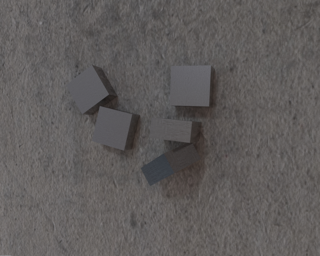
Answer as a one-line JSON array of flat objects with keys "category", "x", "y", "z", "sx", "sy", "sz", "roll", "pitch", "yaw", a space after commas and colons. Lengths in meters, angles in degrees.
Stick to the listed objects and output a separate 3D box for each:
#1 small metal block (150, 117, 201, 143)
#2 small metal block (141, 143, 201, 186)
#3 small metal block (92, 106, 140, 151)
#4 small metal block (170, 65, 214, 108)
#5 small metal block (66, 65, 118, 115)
[{"category": "small metal block", "x": 0.021, "y": 0.002, "z": 0.388, "sx": 0.050, "sy": 0.050, "sz": 0.025, "roll": 6, "pitch": 92, "yaw": 19}, {"category": "small metal block", "x": 0.013, "y": 0.044, "z": 0.381, "sx": 0.050, "sy": 0.050, "sz": 0.025, "roll": -37, "pitch": 77, "yaw": 45}, {"category": "small metal block", "x": -0.061, "y": 0.000, "z": 0.429, "sx": 0.050, "sy": 0.025, "sz": 0.050, "roll": 15, "pitch": 95, "yaw": 19}, {"category": "small metal block", "x": 0.041, "y": -0.052, "z": 0.394, "sx": 0.050, "sy": 0.025, "sz": 0.050, "roll": 3, "pitch": 91, "yaw": 19}, {"category": "small metal block", "x": -0.097, "y": -0.053, "z": 0.442, "sx": 0.050, "sy": 0.025, "sz": 0.050, "roll": -34, "pitch": 79, "yaw": 16}]
